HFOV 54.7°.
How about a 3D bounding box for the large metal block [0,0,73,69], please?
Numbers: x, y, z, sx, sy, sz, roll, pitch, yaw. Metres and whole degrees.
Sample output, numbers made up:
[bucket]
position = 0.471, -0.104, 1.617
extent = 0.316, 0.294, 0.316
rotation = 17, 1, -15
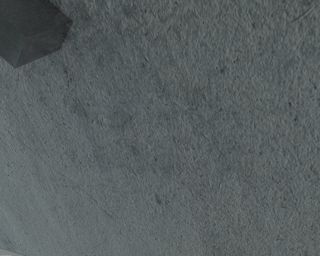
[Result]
[large metal block]
position = -0.171, -0.130, 0.381
extent = 0.080, 0.080, 0.050
rotation = 42, 129, -1
